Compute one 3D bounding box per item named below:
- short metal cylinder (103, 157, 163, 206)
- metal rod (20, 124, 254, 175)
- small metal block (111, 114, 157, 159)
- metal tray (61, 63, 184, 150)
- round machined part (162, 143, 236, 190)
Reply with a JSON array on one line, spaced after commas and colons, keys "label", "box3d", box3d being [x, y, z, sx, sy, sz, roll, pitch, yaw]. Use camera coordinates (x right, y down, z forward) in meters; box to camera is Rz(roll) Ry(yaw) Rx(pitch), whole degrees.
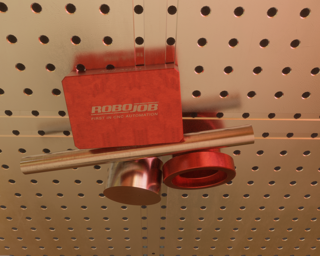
[{"label": "short metal cylinder", "box3d": [-0.036, 0.074, 0.442, 0.080, 0.050, 0.080, 4, 149, 3]}, {"label": "metal rod", "box3d": [-0.033, 0.029, 0.402, 0.302, 0.025, 0.025, -8, 130, 6]}, {"label": "small metal block", "box3d": [-0.036, 0.013, 0.433, 0.050, 0.025, 0.050, 14, 129, -12]}, {"label": "metal tray", "box3d": [-0.040, -0.025, 0.368, 0.131, 0.030, 0.089, -4, 112, 2]}, {"label": "round machined part", "box3d": [0.052, 0.051, 0.429, 0.099, 0.042, 0.098, -4, 152, -2]}]
